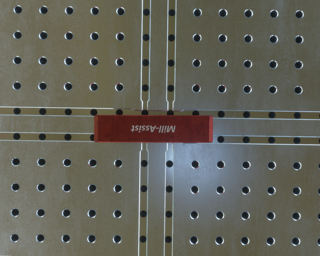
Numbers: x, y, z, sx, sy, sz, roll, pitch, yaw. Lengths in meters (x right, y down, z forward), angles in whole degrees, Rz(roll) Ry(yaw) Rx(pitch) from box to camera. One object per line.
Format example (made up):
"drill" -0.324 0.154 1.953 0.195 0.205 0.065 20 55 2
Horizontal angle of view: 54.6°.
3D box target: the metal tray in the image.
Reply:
"metal tray" -0.007 0.001 0.380 0.131 0.090 0.030 0 90 0
